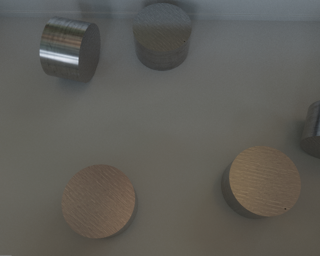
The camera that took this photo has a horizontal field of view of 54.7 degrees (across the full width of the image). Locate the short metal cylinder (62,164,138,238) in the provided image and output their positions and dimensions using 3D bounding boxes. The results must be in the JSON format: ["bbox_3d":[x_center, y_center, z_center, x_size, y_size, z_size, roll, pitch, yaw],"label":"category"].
[{"bbox_3d":[-0.068,0.087,0.364,0.081,0.050,0.080,0,70,0],"label":"short metal cylinder"}]

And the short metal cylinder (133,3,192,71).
[{"bbox_3d":[0.003,-0.129,0.444,0.081,0.050,0.080,0,70,0],"label":"short metal cylinder"}]

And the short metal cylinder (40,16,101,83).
[{"bbox_3d":[-0.118,-0.105,0.418,0.050,0.080,0.080,12,71,4],"label":"short metal cylinder"}]

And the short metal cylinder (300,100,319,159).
[{"bbox_3d":[0.220,0.006,0.380,0.080,0.080,0.050,20,71,7],"label":"short metal cylinder"}]

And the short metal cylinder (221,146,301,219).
[{"bbox_3d":[0.118,0.067,0.373,0.081,0.050,0.080,0,70,0],"label":"short metal cylinder"}]
